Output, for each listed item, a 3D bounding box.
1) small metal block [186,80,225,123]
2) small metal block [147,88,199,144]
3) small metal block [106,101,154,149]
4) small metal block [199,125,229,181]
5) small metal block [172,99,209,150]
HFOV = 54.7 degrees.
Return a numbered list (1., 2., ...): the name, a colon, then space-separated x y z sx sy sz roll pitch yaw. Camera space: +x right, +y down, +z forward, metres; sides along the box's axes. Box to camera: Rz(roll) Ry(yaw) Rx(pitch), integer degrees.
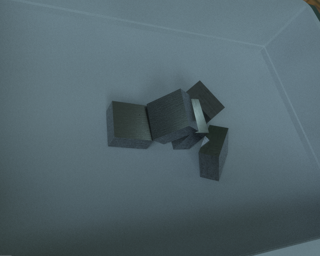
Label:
1. small metal block: 0.060 -0.035 0.440 0.025 0.050 0.050 -41 85 -7
2. small metal block: 0.015 -0.013 0.382 0.025 0.050 0.050 26 48 -54
3. small metal block: -0.038 -0.003 0.385 0.050 0.025 0.050 6 59 -25
4. small metal block: 0.071 0.033 0.404 0.025 0.050 0.050 11 48 20
5. small metal block: 0.034 -0.004 0.411 0.025 0.050 0.050 1 61 -28
